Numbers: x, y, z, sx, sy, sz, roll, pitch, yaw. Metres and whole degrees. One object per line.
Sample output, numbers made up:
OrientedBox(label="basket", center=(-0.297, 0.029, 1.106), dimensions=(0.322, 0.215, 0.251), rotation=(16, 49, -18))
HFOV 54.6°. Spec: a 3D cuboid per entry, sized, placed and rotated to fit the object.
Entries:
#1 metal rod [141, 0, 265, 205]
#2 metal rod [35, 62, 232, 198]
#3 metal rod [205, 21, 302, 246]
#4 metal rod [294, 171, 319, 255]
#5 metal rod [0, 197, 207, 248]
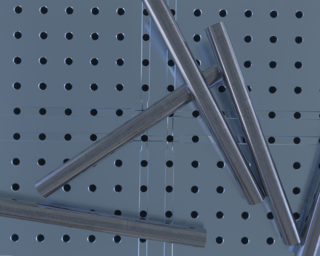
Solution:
OrientedBox(label="metal rod", center=(0.057, -0.034, 0.390), dimensions=(0.025, 0.025, 0.299), rotation=(-29, 99, 0))
OrientedBox(label="metal rod", center=(-0.032, -0.001, 0.413), dimensions=(0.301, 0.025, 0.025), rotation=(-34, 90, 0))
OrientedBox(label="metal rod", center=(0.122, 0.012, 0.398), dimensions=(0.025, 0.025, 0.299), rotation=(-22, 96, 0))
OrientedBox(label="metal rod", center=(0.237, 0.033, 0.414), dimensions=(0.025, 0.025, 0.299), rotation=(17, 90, 0))
OrientedBox(label="metal rod", center=(-0.089, 0.124, 0.412), dimensions=(0.302, 0.025, 0.025), rotation=(9, 90, 0))
